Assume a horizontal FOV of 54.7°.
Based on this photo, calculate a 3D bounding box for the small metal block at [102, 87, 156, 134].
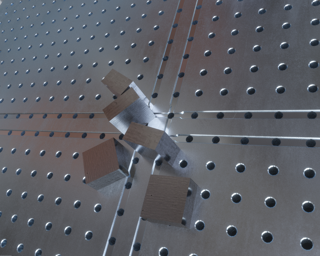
[{"bbox_3d":[-0.041,-0.020,0.425,0.050,0.050,0.025,-38,51,2],"label":"small metal block"}]

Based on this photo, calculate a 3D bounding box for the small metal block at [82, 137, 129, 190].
[{"bbox_3d":[-0.074,0.048,0.416,0.050,0.025,0.050,-26,53,11],"label":"small metal block"}]

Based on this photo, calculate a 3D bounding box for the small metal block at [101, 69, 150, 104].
[{"bbox_3d":[-0.050,-0.053,0.450,0.025,0.050,0.050,-50,52,-6],"label":"small metal block"}]

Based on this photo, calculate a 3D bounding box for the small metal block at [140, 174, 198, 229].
[{"bbox_3d":[0.011,0.082,0.351,0.050,0.025,0.050,0,62,28],"label":"small metal block"}]

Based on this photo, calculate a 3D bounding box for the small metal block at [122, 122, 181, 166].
[{"bbox_3d":[-0.010,0.020,0.384,0.050,0.050,0.025,16,70,34],"label":"small metal block"}]
